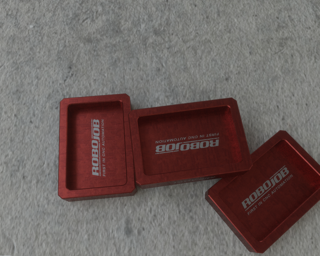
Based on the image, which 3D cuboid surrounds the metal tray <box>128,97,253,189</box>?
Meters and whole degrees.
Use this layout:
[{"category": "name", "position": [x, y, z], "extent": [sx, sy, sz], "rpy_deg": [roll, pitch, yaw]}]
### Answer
[{"category": "metal tray", "position": [0.033, 0.017, 0.367], "extent": [0.131, 0.030, 0.090], "rpy_deg": [-7, 70, -3]}]

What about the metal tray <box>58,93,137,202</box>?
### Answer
[{"category": "metal tray", "position": [-0.079, 0.023, 0.395], "extent": [0.091, 0.030, 0.129], "rpy_deg": [-5, 70, -2]}]

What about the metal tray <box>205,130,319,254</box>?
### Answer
[{"category": "metal tray", "position": [0.132, 0.075, 0.379], "extent": [0.131, 0.030, 0.090], "rpy_deg": [-37, 74, -13]}]
